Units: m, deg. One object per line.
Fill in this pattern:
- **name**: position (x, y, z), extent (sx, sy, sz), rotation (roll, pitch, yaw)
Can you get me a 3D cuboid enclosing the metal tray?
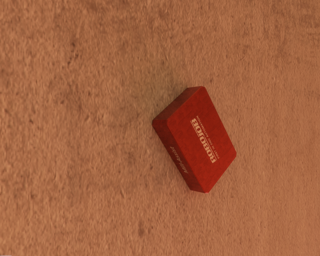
- **metal tray**: position (0.054, 0.017, 0.446), extent (0.090, 0.030, 0.130), rotation (-45, 117, -31)
